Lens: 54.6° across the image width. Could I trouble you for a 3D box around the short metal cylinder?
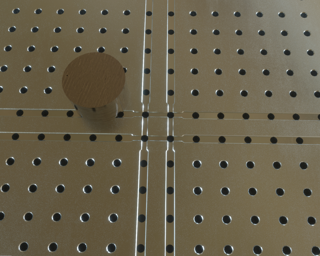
[{"bbox_3d":[-0.084,-0.054,0.418,0.080,0.050,0.080,0,70,0],"label":"short metal cylinder"}]
